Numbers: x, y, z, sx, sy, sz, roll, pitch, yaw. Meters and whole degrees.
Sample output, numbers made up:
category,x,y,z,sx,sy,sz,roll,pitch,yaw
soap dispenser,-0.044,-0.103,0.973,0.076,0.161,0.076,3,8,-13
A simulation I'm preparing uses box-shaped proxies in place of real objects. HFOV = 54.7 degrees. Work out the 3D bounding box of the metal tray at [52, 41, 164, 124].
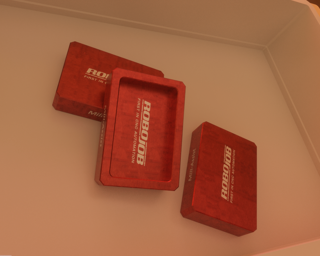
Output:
category,x,y,z,sx,sy,sz,roll,pitch,yaw
metal tray,-0.061,-0.051,0.400,0.131,0.030,0.090,16,55,-19

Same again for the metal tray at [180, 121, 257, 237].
category,x,y,z,sx,sy,sz,roll,pitch,yaw
metal tray,0.081,0.064,0.407,0.090,0.030,0.130,23,53,-14

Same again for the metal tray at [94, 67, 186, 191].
category,x,y,z,sx,sy,sz,roll,pitch,yaw
metal tray,-0.021,0.004,0.358,0.091,0.030,0.129,9,78,-21
